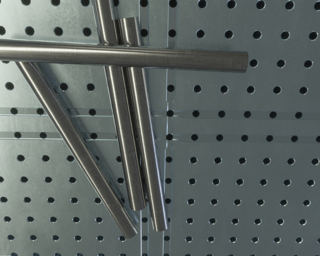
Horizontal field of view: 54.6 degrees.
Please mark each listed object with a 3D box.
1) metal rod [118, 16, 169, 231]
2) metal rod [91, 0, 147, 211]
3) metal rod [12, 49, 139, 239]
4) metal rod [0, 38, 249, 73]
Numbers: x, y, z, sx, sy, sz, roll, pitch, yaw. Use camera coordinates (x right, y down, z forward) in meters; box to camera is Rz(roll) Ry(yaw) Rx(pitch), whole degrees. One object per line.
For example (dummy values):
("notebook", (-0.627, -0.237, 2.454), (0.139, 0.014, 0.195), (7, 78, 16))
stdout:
("metal rod", (-0.018, 0.009, 0.416), (0.025, 0.025, 0.298), (-7, 110, 2))
("metal rod", (-0.050, -0.025, 0.403), (0.025, 0.025, 0.298), (-7, 110, 2))
("metal rod", (-0.107, 0.032, 0.424), (0.025, 0.025, 0.299), (-24, 109, 8))
("metal rod", (-0.052, -0.083, 0.354), (0.302, 0.025, 0.025), (3, 110, -1))
